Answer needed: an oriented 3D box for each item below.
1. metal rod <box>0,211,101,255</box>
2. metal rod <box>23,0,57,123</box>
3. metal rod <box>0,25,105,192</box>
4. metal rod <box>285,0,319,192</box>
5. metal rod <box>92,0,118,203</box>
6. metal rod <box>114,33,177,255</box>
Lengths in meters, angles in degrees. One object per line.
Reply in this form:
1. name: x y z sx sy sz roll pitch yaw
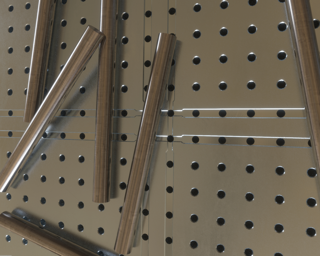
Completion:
1. metal rod: -0.118 0.187 0.454 0.301 0.025 0.025 17 96 19
2. metal rod: -0.177 -0.156 0.476 0.025 0.025 0.298 10 93 20
3. metal rod: -0.172 -0.018 0.460 0.025 0.025 0.299 42 108 15
4. metal rod: 0.176 -0.029 0.350 0.025 0.025 0.299 -10 87 20
5. metal rod: -0.077 -0.045 0.440 0.025 0.025 0.298 3 91 20
6. metal rod: -0.021 0.024 0.420 0.025 0.025 0.298 14 95 19
